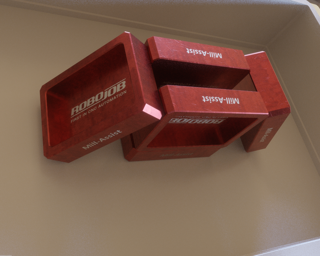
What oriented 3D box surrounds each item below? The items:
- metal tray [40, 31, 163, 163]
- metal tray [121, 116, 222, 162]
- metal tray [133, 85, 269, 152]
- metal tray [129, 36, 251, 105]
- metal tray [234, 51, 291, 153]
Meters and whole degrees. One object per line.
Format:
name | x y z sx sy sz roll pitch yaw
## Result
metal tray | -0.067 -0.028 0.320 0.030 0.130 0.090 26 45 -55
metal tray | 0.011 -0.006 0.410 0.131 0.030 0.090 0 62 -29
metal tray | 0.044 -0.007 0.351 0.131 0.090 0.030 0 62 -29
metal tray | 0.031 -0.061 0.376 0.131 0.090 0.030 0 62 -28
metal tray | 0.130 -0.030 0.426 0.030 0.130 0.090 -13 66 -1
